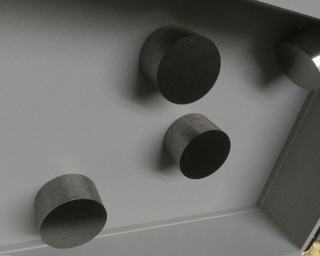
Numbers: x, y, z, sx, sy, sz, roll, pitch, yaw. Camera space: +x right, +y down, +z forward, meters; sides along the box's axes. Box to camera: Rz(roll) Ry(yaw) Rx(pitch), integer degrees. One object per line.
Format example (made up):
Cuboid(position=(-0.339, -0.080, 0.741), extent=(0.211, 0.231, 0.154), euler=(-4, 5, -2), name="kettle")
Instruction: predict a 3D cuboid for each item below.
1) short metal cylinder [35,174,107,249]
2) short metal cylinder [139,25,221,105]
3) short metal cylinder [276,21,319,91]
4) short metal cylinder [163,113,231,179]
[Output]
Cuboid(position=(-0.114, 0.106, 0.397), extent=(0.081, 0.050, 0.079), euler=(-14, 125, -21), name="short metal cylinder")
Cuboid(position=(0.023, -0.074, 0.361), extent=(0.081, 0.050, 0.079), euler=(-14, 125, -21), name="short metal cylinder")
Cuboid(position=(0.209, -0.099, 0.429), extent=(0.050, 0.080, 0.080), euler=(-38, 130, -3), name="short metal cylinder")
Cuboid(position=(0.052, 0.025, 0.438), extent=(0.081, 0.050, 0.079), euler=(-14, 125, -21), name="short metal cylinder")
